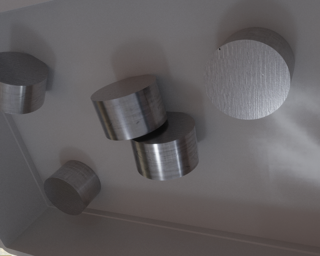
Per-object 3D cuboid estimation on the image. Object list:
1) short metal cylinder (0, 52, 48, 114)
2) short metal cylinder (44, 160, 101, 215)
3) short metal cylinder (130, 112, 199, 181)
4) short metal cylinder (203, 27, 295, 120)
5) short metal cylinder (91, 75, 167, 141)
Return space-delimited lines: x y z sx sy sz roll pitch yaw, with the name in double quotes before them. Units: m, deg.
"short metal cylinder" -0.203 -0.064 0.438 0.080 0.080 0.050 31 128 8
"short metal cylinder" -0.150 0.102 0.532 0.080 0.050 0.079 13 124 20
"short metal cylinder" 0.006 0.020 0.381 0.080 0.080 0.050 4 121 26
"short metal cylinder" 0.090 -0.055 0.311 0.080 0.050 0.079 13 124 20
"short metal cylinder" -0.036 -0.026 0.375 0.080 0.080 0.050 -3 117 29
